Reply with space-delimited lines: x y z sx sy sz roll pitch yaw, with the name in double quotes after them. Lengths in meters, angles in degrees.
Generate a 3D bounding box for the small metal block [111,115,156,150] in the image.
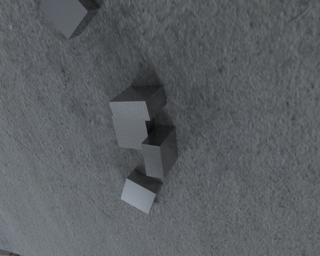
-0.033 0.001 0.424 0.050 0.025 0.050 5 121 25 "small metal block"

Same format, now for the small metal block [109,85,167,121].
-0.026 -0.032 0.383 0.050 0.050 0.025 1 119 27 "small metal block"

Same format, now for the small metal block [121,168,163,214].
-0.029 0.099 0.481 0.050 0.025 0.050 26 128 11 "small metal block"

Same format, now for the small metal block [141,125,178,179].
0.001 0.030 0.407 0.025 0.050 0.050 7 122 24 "small metal block"

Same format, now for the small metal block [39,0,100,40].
-0.109 -0.145 0.373 0.050 0.025 0.050 48 128 -7 "small metal block"
